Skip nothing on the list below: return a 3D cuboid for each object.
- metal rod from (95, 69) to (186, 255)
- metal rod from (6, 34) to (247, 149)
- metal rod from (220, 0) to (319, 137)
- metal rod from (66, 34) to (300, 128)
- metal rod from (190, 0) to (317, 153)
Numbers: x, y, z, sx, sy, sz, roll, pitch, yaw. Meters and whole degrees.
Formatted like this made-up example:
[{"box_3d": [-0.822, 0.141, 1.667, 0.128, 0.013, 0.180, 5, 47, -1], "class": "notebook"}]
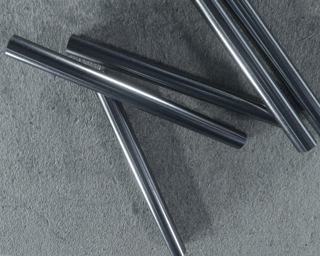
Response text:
[{"box_3d": [-0.025, 0.062, 0.432, 0.025, 0.025, 0.299, -20, 109, 7], "class": "metal rod"}, {"box_3d": [-0.026, -0.036, 0.375, 0.302, 0.025, 0.025, 22, 109, -16], "class": "metal rod"}, {"box_3d": [0.138, -0.090, 0.377, 0.025, 0.025, 0.300, -39, 106, 13], "class": "metal rod"}, {"box_3d": [0.035, -0.054, 0.389, 0.302, 0.025, 0.025, 18, 109, -7], "class": "metal rod"}, {"box_3d": [0.092, -0.092, 0.360, 0.025, 0.025, 0.300, -36, 101, 12], "class": "metal rod"}]
